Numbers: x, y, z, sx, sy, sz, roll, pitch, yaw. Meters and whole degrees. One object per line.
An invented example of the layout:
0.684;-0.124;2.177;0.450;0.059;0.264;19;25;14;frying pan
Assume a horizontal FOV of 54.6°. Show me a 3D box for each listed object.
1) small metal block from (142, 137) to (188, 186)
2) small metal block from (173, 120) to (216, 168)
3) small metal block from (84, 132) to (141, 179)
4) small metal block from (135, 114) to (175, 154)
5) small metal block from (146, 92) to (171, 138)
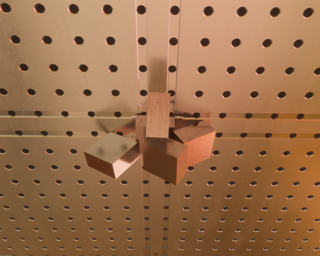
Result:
0.006;0.039;0.396;0.050;0.025;0.050;22;135;25;small metal block
0.044;0.023;0.417;0.050;0.025;0.050;-19;135;-25;small metal block
-0.062;0.035;0.411;0.050;0.050;0.025;18;131;31;small metal block
-0.007;0.009;0.420;0.050;0.025;0.050;2;130;-2;small metal block
-0.003;-0.016;0.368;0.025;0.050;0.050;3;94;-1;small metal block
